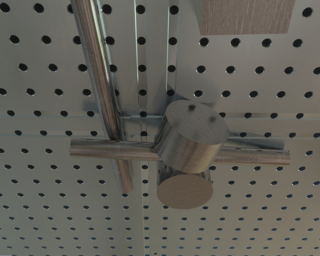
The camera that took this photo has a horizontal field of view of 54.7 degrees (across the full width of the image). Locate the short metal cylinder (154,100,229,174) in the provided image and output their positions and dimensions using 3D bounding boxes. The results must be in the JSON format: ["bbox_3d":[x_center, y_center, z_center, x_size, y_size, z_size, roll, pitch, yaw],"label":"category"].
[{"bbox_3d":[0.038,0.009,0.384,0.081,0.080,0.050,13,129,-11],"label":"short metal cylinder"}]

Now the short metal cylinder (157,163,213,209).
[{"bbox_3d":[0.035,0.077,0.461,0.081,0.050,0.079,0,130,0],"label":"short metal cylinder"}]

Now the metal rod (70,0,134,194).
[{"bbox_3d":[-0.065,-0.019,0.394,0.025,0.025,0.298,-3,130,3],"label":"metal rod"}]

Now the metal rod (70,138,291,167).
[{"bbox_3d":[0.036,0.034,0.420,0.302,0.025,0.025,4,130,-12],"label":"metal rod"}]

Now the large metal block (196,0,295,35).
[{"bbox_3d":[0.077,-0.134,0.282,0.080,0.050,0.079,-1,130,1],"label":"large metal block"}]
